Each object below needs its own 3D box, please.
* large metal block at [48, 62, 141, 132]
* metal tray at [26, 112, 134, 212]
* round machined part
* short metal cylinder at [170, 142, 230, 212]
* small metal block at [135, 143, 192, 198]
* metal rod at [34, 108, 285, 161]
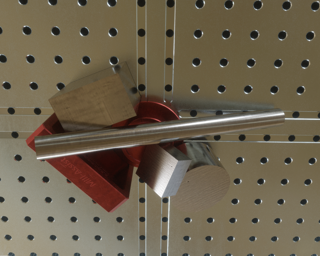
[{"bbox_3d":[-0.072,-0.036,0.368,0.080,0.080,0.050,-20,109,7],"label":"large metal block"},{"bbox_3d":[-0.092,0.035,0.389,0.030,0.090,0.130,-42,105,14],"label":"metal tray"},{"bbox_3d":[-0.017,0.012,0.411,0.099,0.042,0.097,0,110,-1],"label":"round machined part"},{"bbox_3d":[0.045,0.065,0.412,0.081,0.050,0.079,-8,124,-13],"label":"short metal cylinder"},{"bbox_3d":[0.003,0.047,0.371,0.025,0.050,0.050,4,115,-47],"label":"small metal block"},{"bbox_3d":[0.016,0.003,0.364,0.303,0.025,0.025,-7,111,-19],"label":"metal rod"}]
